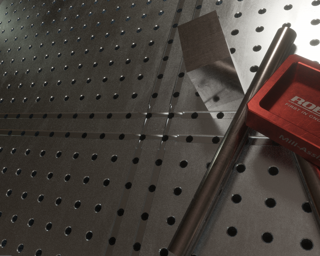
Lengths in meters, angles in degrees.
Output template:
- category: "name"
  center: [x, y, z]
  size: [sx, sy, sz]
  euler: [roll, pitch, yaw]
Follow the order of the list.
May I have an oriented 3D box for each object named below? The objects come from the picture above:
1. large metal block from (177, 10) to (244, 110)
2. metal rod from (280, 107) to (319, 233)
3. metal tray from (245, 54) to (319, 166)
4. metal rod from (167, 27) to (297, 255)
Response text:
- category: "large metal block"
  center: [0.065, -0.083, 0.389]
  size: [0.050, 0.080, 0.080]
  euler: [-19, 55, 17]
- category: "metal rod"
  center: [0.155, 0.105, 0.262]
  size: [0.025, 0.025, 0.299]
  euler: [-18, 55, 17]
- category: "metal tray"
  center: [0.162, -0.011, 0.301]
  size: [0.130, 0.030, 0.090]
  euler: [34, 69, 27]
- category: "metal rod"
  center: [0.090, 0.005, 0.357]
  size: [0.025, 0.025, 0.300]
  euler: [19, 71, 35]
